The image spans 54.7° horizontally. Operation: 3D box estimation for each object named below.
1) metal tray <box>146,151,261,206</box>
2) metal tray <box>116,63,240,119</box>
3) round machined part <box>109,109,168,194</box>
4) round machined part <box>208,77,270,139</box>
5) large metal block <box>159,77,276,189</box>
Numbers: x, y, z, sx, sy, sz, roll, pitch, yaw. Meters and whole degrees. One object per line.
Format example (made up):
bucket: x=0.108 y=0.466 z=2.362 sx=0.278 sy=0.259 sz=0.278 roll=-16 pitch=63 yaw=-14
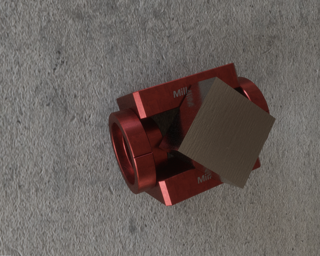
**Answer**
metal tray: x=0.047 y=0.051 z=0.393 sx=0.131 sy=0.090 sz=0.030 roll=-19 pitch=97 yaw=-19
metal tray: x=0.020 y=-0.044 z=0.385 sx=0.131 sy=0.090 sz=0.030 roll=-19 pitch=97 yaw=-19
round machined part: x=-0.024 y=0.024 z=0.363 sx=0.042 sy=0.098 sz=0.097 roll=-17 pitch=96 yaw=-20
round machined part: x=0.095 y=-0.015 z=0.407 sx=0.042 sy=0.098 sz=0.097 roll=-17 pitch=96 yaw=-20
large metal block: x=0.059 y=0.005 z=0.322 sx=0.080 sy=0.050 sz=0.080 roll=31 pitch=80 yaw=-18
